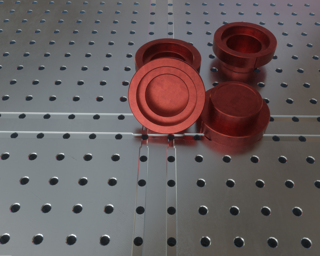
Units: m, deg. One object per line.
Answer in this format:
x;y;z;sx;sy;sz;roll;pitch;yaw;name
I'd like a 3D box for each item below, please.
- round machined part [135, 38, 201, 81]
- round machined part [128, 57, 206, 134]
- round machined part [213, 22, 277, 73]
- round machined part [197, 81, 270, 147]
0.012;-0.091;0.474;0.099;0.042;0.098;0;50;0;round machined part
0.010;-0.045;0.410;0.098;0.097;0.042;5;15;4;round machined part
0.135;-0.127;0.505;0.099;0.042;0.098;0;50;0;round machined part
0.099;-0.026;0.419;0.099;0.042;0.098;0;50;0;round machined part
